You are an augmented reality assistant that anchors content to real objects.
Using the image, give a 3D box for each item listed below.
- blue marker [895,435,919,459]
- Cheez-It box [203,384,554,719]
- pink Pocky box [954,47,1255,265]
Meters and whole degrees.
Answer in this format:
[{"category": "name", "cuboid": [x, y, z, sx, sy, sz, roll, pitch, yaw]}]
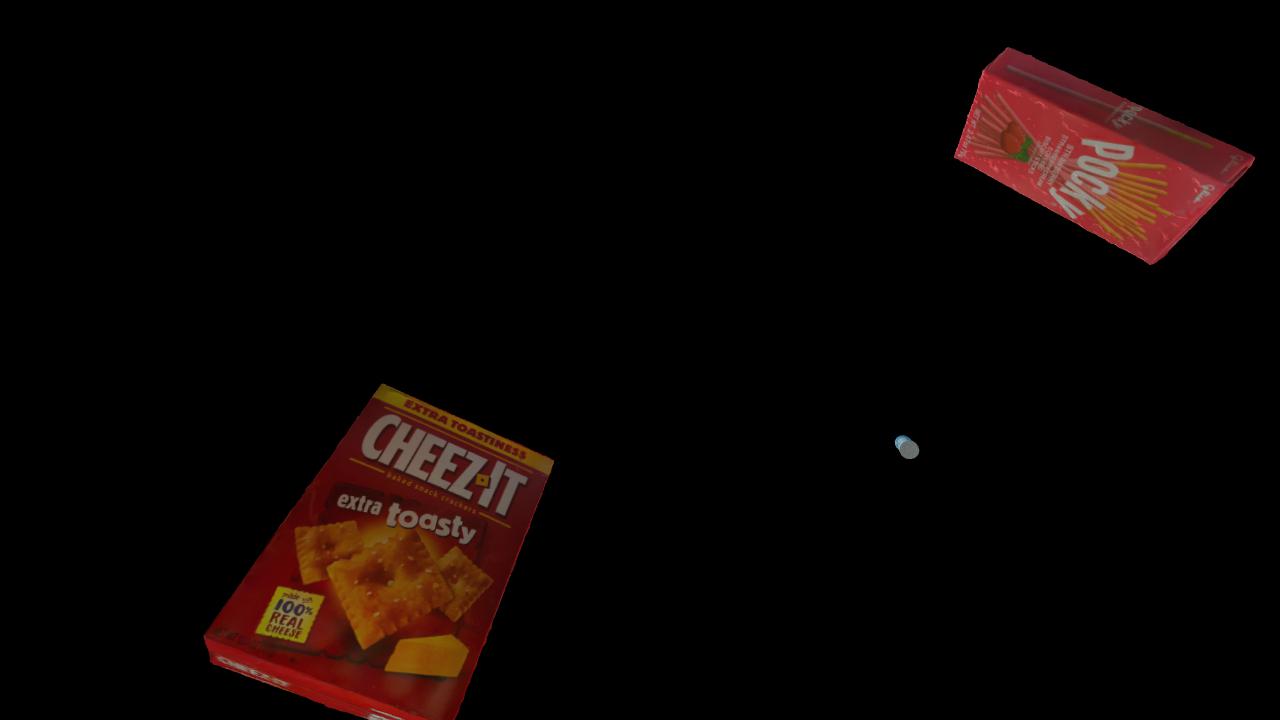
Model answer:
[{"category": "blue marker", "cuboid": [0.297, 0.096, 0.688, 0.020, 0.020, 0.121, 0, -4, 20]}, {"category": "Cheez-It box", "cuboid": [-0.182, 0.146, 0.479, 0.166, 0.223, 0.071, 27, -45, -10]}, {"category": "pink Pocky box", "cuboid": [0.290, -0.134, 0.406, 0.155, 0.029, 0.084, 44, -8, 26]}]
